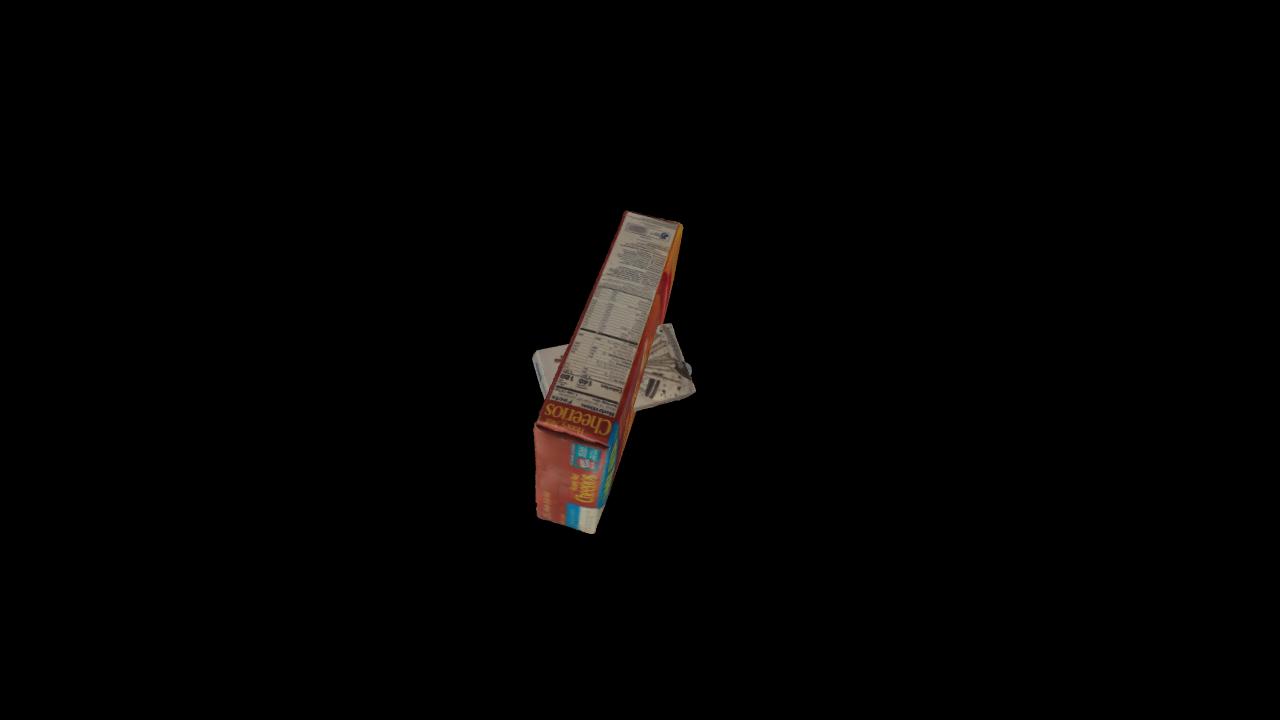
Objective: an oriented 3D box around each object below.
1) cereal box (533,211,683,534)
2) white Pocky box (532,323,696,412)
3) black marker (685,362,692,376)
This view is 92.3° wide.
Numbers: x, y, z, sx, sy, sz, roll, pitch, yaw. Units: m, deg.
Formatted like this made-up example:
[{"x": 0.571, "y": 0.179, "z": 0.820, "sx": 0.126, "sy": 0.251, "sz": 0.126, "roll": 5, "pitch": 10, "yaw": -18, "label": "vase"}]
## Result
[{"x": -0.032, "y": 0.011, "z": 0.680, "sx": 0.081, "sy": 0.306, "sz": 0.203, "roll": 15, "pitch": -38, "yaw": 3, "label": "cereal box"}, {"x": -0.025, "y": 0.016, "z": 0.631, "sx": 0.154, "sy": 0.084, "sz": 0.028, "roll": -13, "pitch": -15, "yaw": -24, "label": "white Pocky box"}, {"x": 0.045, "y": 0.016, "z": 0.713, "sx": 0.020, "sy": 0.020, "sz": 0.121, "roll": 0, "pitch": -4, "yaw": -1, "label": "black marker"}]
